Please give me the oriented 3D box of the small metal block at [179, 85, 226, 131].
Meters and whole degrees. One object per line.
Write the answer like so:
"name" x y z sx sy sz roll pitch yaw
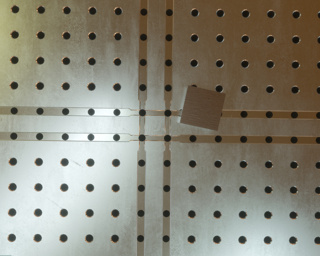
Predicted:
"small metal block" 0.056 -0.026 0.414 0.050 0.025 0.050 12 90 -1
